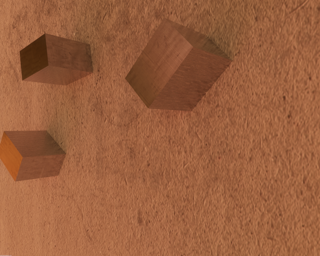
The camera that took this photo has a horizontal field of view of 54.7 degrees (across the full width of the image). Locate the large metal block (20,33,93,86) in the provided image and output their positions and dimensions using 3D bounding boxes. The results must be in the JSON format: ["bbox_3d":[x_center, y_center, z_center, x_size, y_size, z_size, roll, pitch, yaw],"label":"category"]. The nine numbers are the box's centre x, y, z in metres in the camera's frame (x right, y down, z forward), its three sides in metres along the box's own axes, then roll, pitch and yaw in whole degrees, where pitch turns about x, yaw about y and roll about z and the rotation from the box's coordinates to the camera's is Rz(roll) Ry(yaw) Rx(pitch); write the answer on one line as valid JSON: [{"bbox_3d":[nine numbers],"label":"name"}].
[{"bbox_3d":[-0.170,-0.109,0.510,0.080,0.081,0.050,-13,82,39],"label":"large metal block"}]

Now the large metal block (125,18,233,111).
[{"bbox_3d":[0.022,-0.066,0.351,0.080,0.081,0.050,-52,60,27],"label":"large metal block"}]

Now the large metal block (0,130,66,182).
[{"bbox_3d":[-0.232,0.047,0.561,0.080,0.081,0.050,39,114,33],"label":"large metal block"}]
